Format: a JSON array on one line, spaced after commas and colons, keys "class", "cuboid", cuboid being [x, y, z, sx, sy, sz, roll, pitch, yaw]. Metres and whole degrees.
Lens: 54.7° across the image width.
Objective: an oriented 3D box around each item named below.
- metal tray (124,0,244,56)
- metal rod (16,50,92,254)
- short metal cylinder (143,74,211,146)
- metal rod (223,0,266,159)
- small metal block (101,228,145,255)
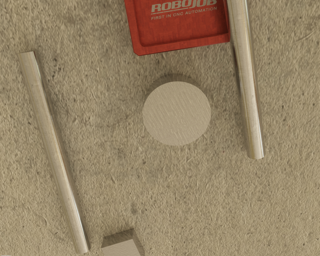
[{"class": "metal tray", "cuboid": [0.028, -0.139, 0.356, 0.131, 0.030, 0.089, -9, 110, 2]}, {"class": "metal rod", "cuboid": [-0.139, 0.046, 0.424, 0.025, 0.025, 0.298, -8, 110, 2]}, {"class": "short metal cylinder", "cuboid": [0.020, -0.024, 0.388, 0.081, 0.050, 0.079, 0, 110, -1]}, {"class": "metal rod", "cuboid": [0.093, -0.086, 0.348, 0.025, 0.025, 0.298, -15, 121, 5]}, {"class": "small metal block", "cuboid": [-0.056, 0.189, 0.479, 0.050, 0.025, 0.050, -19, 109, 6]}]
